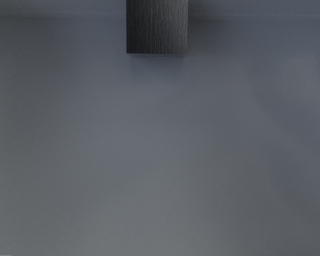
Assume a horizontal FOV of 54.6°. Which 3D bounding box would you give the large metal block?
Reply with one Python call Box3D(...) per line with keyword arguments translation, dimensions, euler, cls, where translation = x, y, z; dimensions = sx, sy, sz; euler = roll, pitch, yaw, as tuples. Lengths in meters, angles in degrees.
Box3D(translation=(-0.004, -0.142, 0.431), dimensions=(0.080, 0.050, 0.080), euler=(1, 98, 0), cls="large metal block")
